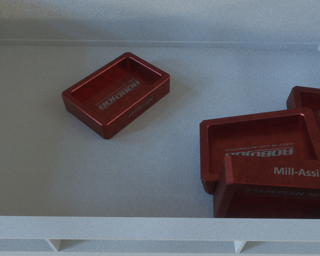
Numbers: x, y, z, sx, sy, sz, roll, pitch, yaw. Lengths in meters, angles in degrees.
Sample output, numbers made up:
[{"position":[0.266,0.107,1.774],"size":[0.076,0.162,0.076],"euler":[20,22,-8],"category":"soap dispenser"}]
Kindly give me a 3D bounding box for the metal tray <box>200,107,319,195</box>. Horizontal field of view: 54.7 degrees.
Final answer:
[{"position":[0.114,0.026,0.359],"size":[0.130,0.030,0.090],"euler":[-7,49,14],"category":"metal tray"}]

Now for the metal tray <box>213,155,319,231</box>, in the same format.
[{"position":[0.124,0.067,0.307],"size":[0.131,0.089,0.030],"euler":[3,50,2],"category":"metal tray"}]

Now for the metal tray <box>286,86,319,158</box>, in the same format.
[{"position":[0.219,0.004,0.401],"size":[0.090,0.030,0.130],"euler":[8,50,6],"category":"metal tray"}]

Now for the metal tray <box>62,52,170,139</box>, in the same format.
[{"position":[-0.060,-0.052,0.444],"size":[0.090,0.030,0.131],"euler":[34,58,25],"category":"metal tray"}]
